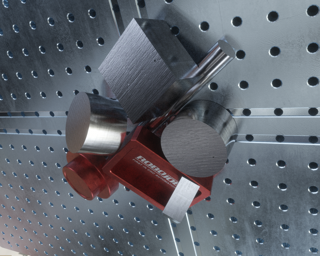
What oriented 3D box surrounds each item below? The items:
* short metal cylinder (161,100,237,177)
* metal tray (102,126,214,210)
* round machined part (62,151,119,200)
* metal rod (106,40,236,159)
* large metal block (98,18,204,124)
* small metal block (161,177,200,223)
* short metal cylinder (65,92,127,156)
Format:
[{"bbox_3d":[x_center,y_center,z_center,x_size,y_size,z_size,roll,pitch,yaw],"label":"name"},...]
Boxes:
[{"bbox_3d":[0.048,0.013,0.377,0.080,0.050,0.079,13,124,21],"label":"short metal cylinder"},{"bbox_3d":[-0.003,0.064,0.431,0.130,0.030,0.090,36,130,-13],"label":"metal tray"},{"bbox_3d":[-0.116,0.076,0.491,0.098,0.042,0.097,28,140,26],"label":"round machined part"},{"bbox_3d":[-0.014,-0.004,0.418,0.025,0.025,0.299,44,130,-3],"label":"metal rod"},{"bbox_3d":[-0.012,-0.063,0.348,0.080,0.050,0.080,-43,74,39],"label":"large metal block"},{"bbox_3d":[0.025,0.095,0.402,0.025,0.050,0.050,29,163,7],"label":"small metal block"},{"bbox_3d":[-0.086,-0.004,0.411,0.080,0.050,0.080,-16,70,51],"label":"short metal cylinder"}]
